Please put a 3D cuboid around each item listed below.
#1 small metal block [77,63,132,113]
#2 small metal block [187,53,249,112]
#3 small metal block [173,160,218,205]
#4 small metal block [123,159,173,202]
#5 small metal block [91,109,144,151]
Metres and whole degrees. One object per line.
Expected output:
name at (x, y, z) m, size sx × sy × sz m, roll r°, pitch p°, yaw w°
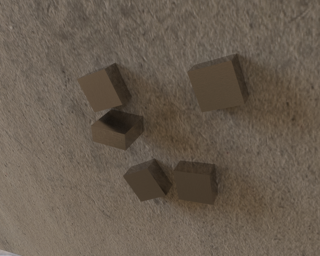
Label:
small metal block at (-0.074, -0.053, 0.411) m, size 0.050 × 0.025 × 0.050 m, roll -12°, pitch 113°, yaw 33°
small metal block at (0.065, -0.049, 0.342) m, size 0.050 × 0.025 × 0.050 m, roll -10°, pitch 114°, yaw 32°
small metal block at (0.050, 0.075, 0.426) m, size 0.050 × 0.025 × 0.050 m, roll 3°, pitch 120°, yaw 26°
small metal block at (-0.018, 0.079, 0.464) m, size 0.050 × 0.025 × 0.050 m, roll -23°, pitch 106°, yaw 36°
small metal block at (-0.056, 0.001, 0.419) m, size 0.050 × 0.050 × 0.025 m, roll 14°, pitch 124°, yaw 20°
